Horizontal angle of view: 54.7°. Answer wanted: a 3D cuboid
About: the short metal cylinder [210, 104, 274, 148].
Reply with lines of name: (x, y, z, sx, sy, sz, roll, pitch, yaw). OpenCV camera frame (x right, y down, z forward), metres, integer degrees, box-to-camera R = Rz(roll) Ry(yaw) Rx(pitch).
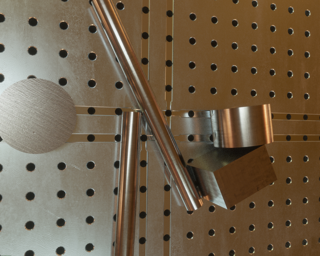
short metal cylinder: (0.112, -0.004, 0.424, 0.081, 0.080, 0.050, -8, 93, -20)

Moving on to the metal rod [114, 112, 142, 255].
metal rod: (-0.044, 0.129, 0.396, 0.025, 0.025, 0.298, 4, 89, -20)

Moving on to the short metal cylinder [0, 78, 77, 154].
short metal cylinder: (-0.138, -0.013, 0.348, 0.081, 0.050, 0.079, 0, 90, -20)

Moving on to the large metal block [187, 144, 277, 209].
large metal block: (0.093, 0.059, 0.418, 0.081, 0.080, 0.050, -24, 99, -18)

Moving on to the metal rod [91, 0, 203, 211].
metal rod: (-0.013, -0.026, 0.407, 0.025, 0.025, 0.299, -27, 99, -18)
